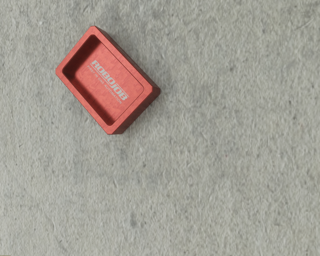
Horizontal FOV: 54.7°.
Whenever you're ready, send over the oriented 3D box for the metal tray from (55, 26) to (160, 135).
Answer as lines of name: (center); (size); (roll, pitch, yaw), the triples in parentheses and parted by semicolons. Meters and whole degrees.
metal tray: (-0.074, -0.065, 0.431); (0.090, 0.030, 0.130); (-46, 76, 14)
